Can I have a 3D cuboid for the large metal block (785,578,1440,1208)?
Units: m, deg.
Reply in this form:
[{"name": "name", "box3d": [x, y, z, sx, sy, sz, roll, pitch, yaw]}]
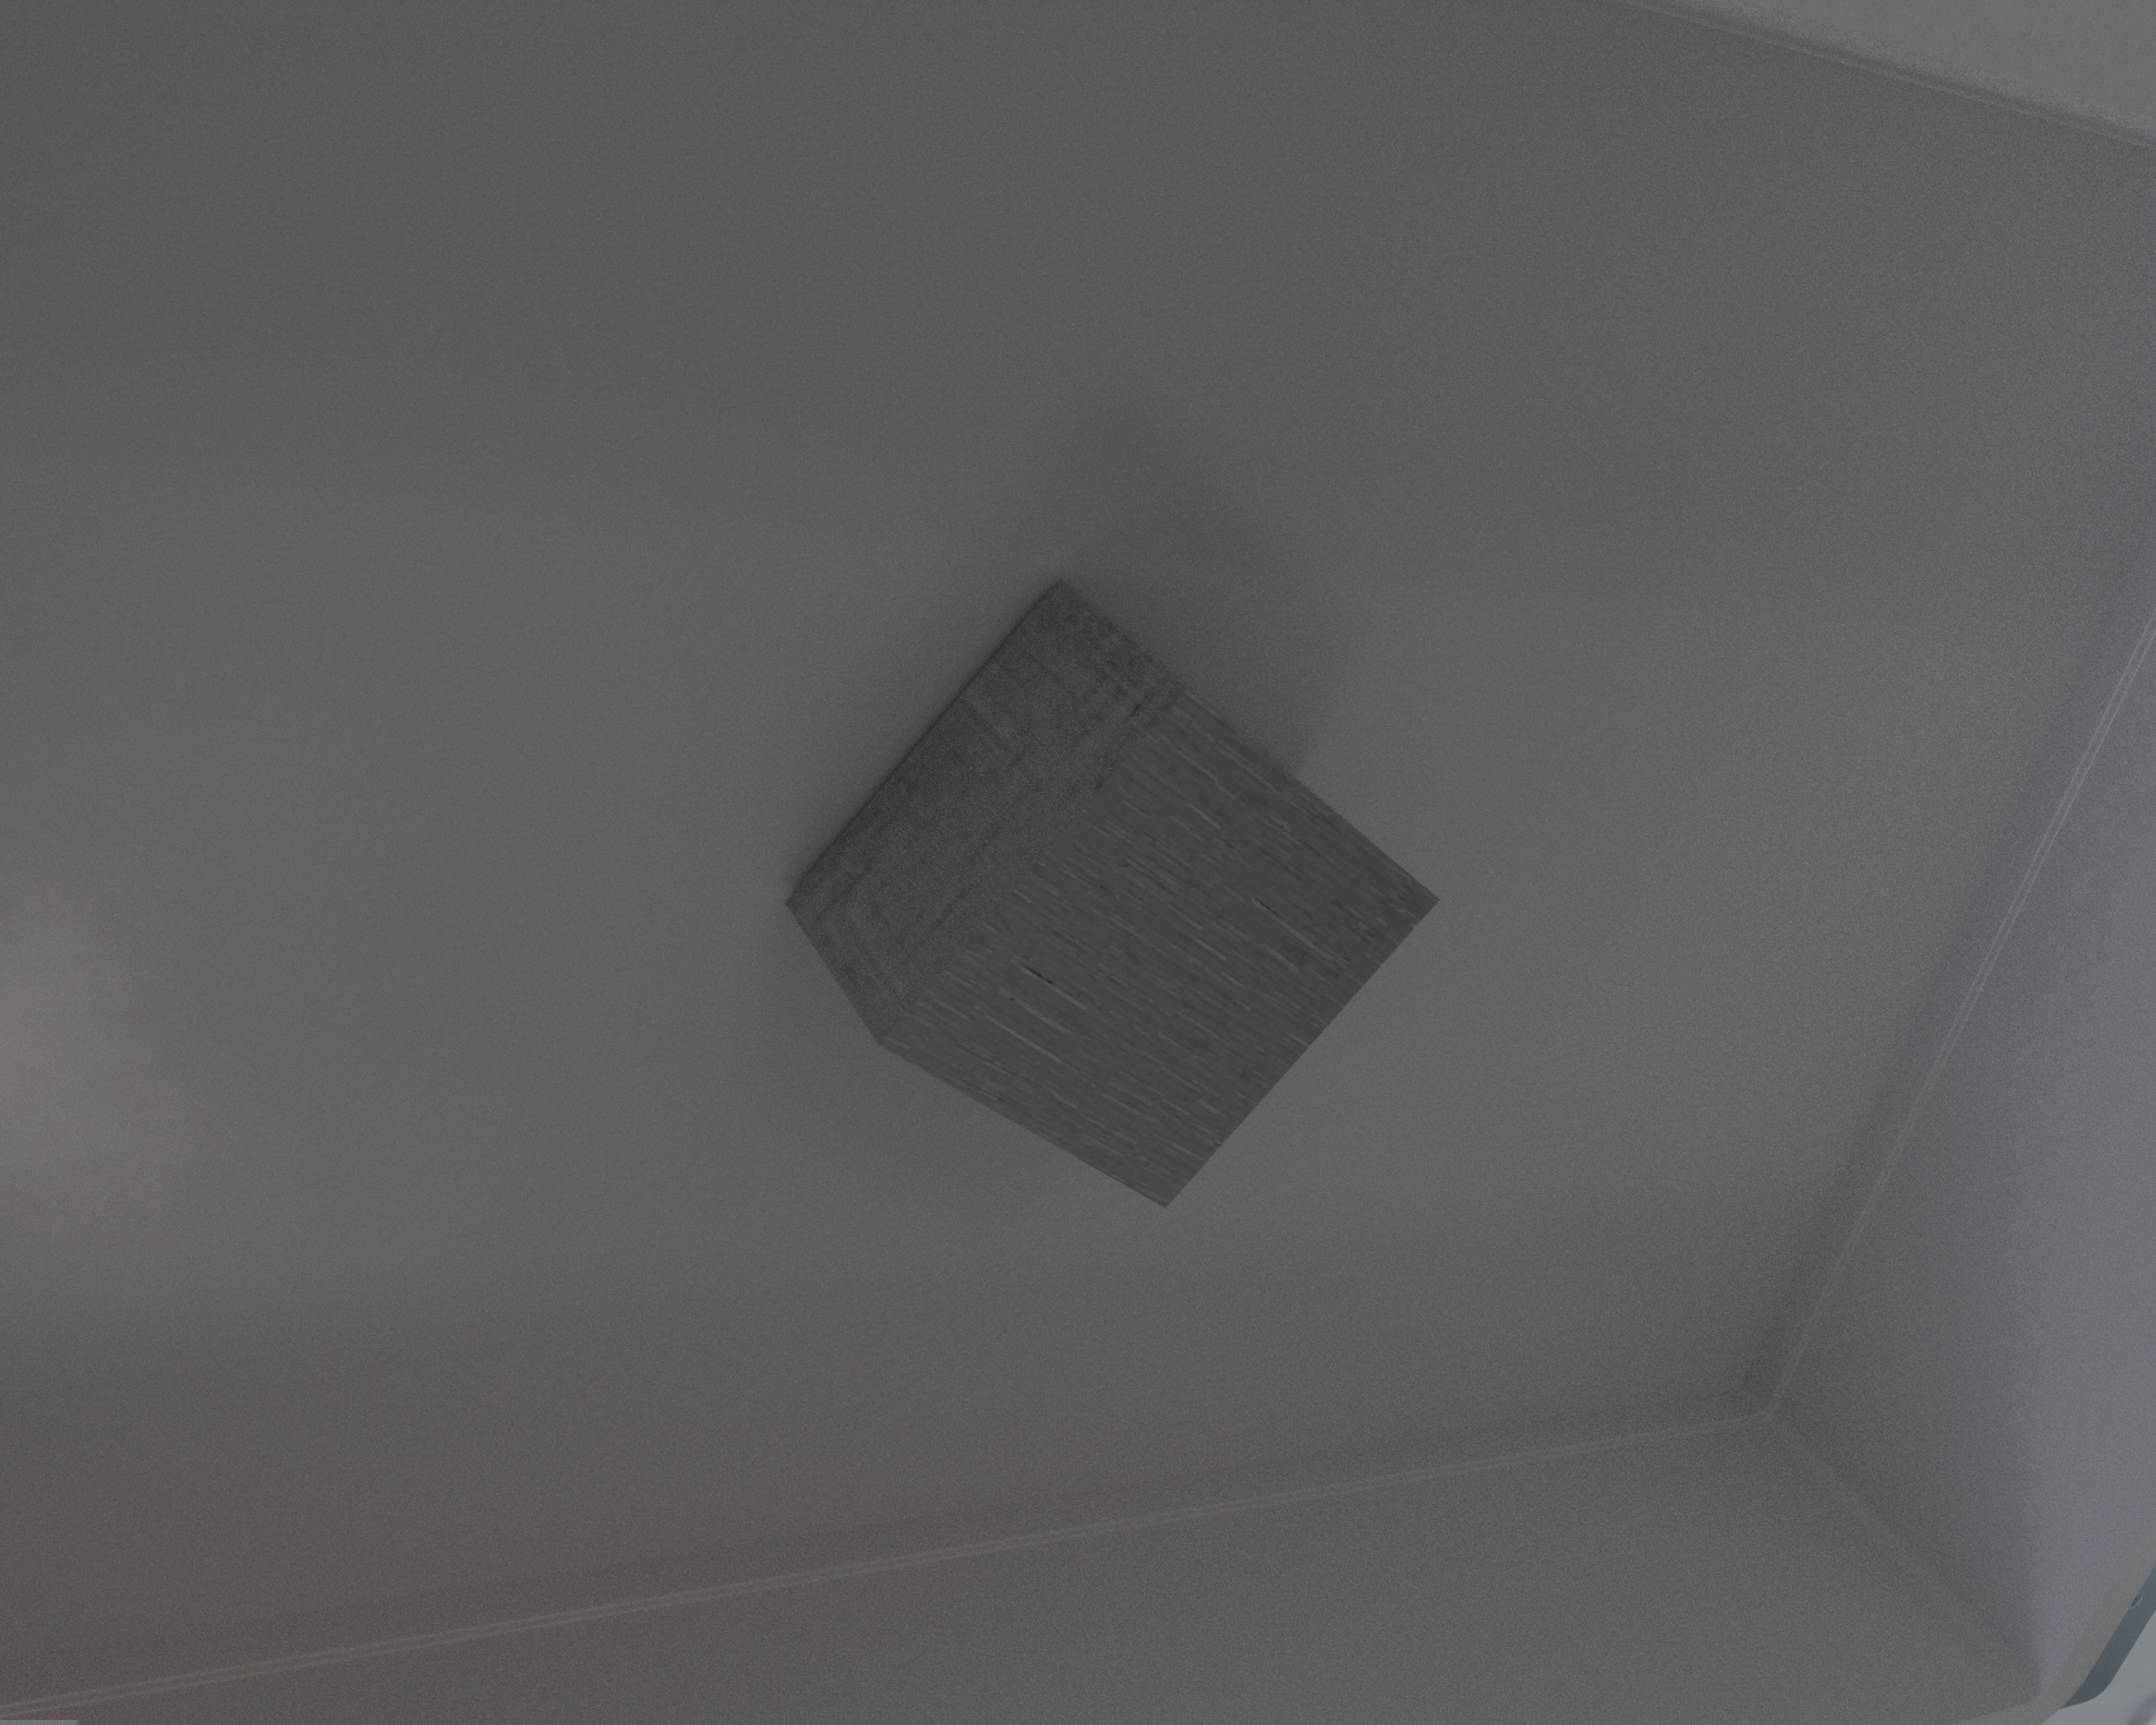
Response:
[{"name": "large metal block", "box3d": [0.007, 0.007, 0.396, 0.080, 0.050, 0.080, -49, 129, 6]}]
